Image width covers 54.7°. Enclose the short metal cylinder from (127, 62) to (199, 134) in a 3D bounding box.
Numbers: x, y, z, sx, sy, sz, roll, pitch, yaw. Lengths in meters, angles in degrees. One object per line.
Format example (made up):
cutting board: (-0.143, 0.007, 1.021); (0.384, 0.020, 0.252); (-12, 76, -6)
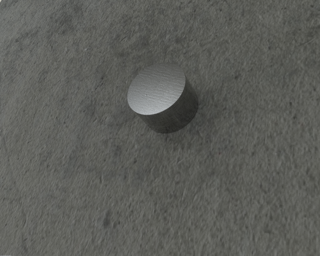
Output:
short metal cylinder: (0.005, -0.039, 0.408); (0.080, 0.050, 0.080); (-13, 56, 20)
